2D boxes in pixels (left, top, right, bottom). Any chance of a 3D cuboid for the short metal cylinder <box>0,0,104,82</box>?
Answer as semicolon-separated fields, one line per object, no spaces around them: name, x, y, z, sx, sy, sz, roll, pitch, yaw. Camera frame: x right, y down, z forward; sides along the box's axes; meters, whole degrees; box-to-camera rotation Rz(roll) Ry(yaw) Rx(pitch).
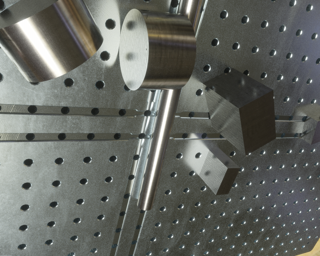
short metal cylinder;-0.097;-0.084;0.270;0.080;0.080;0.050;-32;129;-8

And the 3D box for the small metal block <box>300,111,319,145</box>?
small metal block;0.292;-0.002;0.569;0.050;0.025;0.050;-15;125;-20

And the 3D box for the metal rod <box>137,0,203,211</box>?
metal rod;0.006;-0.014;0.405;0.025;0.025;0.298;-2;120;-28

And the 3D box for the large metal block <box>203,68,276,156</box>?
large metal block;0.107;-0.023;0.420;0.050;0.080;0.080;-28;128;-11

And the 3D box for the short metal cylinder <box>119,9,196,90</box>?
short metal cylinder;-0.005;-0.080;0.323;0.050;0.080;0.079;-5;121;-26

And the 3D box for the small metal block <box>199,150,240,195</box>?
small metal block;0.093;0.069;0.488;0.025;0.050;0.050;4;117;-30
